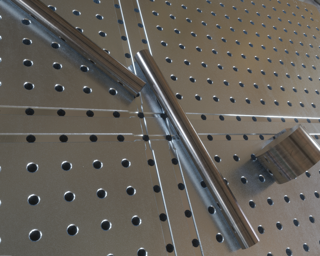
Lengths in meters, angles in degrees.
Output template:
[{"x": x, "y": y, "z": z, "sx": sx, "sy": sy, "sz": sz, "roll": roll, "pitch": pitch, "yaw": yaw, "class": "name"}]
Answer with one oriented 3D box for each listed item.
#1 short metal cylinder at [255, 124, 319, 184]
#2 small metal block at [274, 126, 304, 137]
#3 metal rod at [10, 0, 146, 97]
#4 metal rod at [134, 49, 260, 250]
[{"x": 0.189, "y": 0.038, "z": 0.454, "sx": 0.081, "sy": 0.080, "sz": 0.050, "roll": -31, "pitch": 79, "yaw": -38, "class": "short metal cylinder"}, {"x": 0.228, "y": 0.027, "z": 0.518, "sx": 0.050, "sy": 0.025, "sz": 0.050, "roll": -5, "pitch": 64, "yaw": -31, "class": "small metal block"}, {"x": -0.145, "y": -0.144, "z": 0.418, "sx": 0.301, "sy": 0.025, "sz": 0.025, "roll": 37, "pitch": 51, "yaw": -3, "class": "metal rod"}, {"x": 0.042, "y": 0.017, "z": 0.421, "sx": 0.025, "sy": 0.025, "sz": 0.299, "roll": -18, "pitch": 71, "yaw": -35, "class": "metal rod"}]
